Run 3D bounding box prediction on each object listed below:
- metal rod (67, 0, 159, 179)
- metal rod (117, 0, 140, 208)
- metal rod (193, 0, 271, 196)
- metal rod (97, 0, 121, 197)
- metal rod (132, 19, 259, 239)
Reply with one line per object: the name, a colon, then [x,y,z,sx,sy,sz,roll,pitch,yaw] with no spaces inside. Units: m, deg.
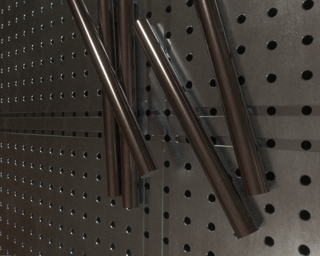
metal rod: [-0.072,-0.071,0.432,0.025,0.025,0.299,-38,67,33]
metal rod: [-0.046,-0.038,0.444,0.025,0.025,0.298,-3,88,39]
metal rod: [0.070,-0.075,0.350,0.025,0.025,0.299,-21,77,38]
metal rod: [-0.075,-0.049,0.468,0.025,0.025,0.298,-6,86,39]
metal rod: [0.034,-0.015,0.379,0.025,0.025,0.299,-38,67,33]
